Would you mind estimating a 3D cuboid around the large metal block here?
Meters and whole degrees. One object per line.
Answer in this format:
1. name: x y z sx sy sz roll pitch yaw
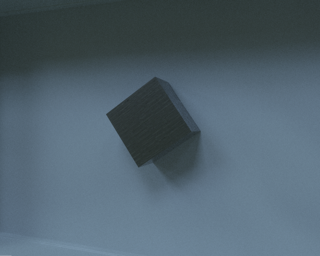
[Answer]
1. large metal block: -0.008 -0.007 0.399 0.080 0.050 0.080 -36 79 16
